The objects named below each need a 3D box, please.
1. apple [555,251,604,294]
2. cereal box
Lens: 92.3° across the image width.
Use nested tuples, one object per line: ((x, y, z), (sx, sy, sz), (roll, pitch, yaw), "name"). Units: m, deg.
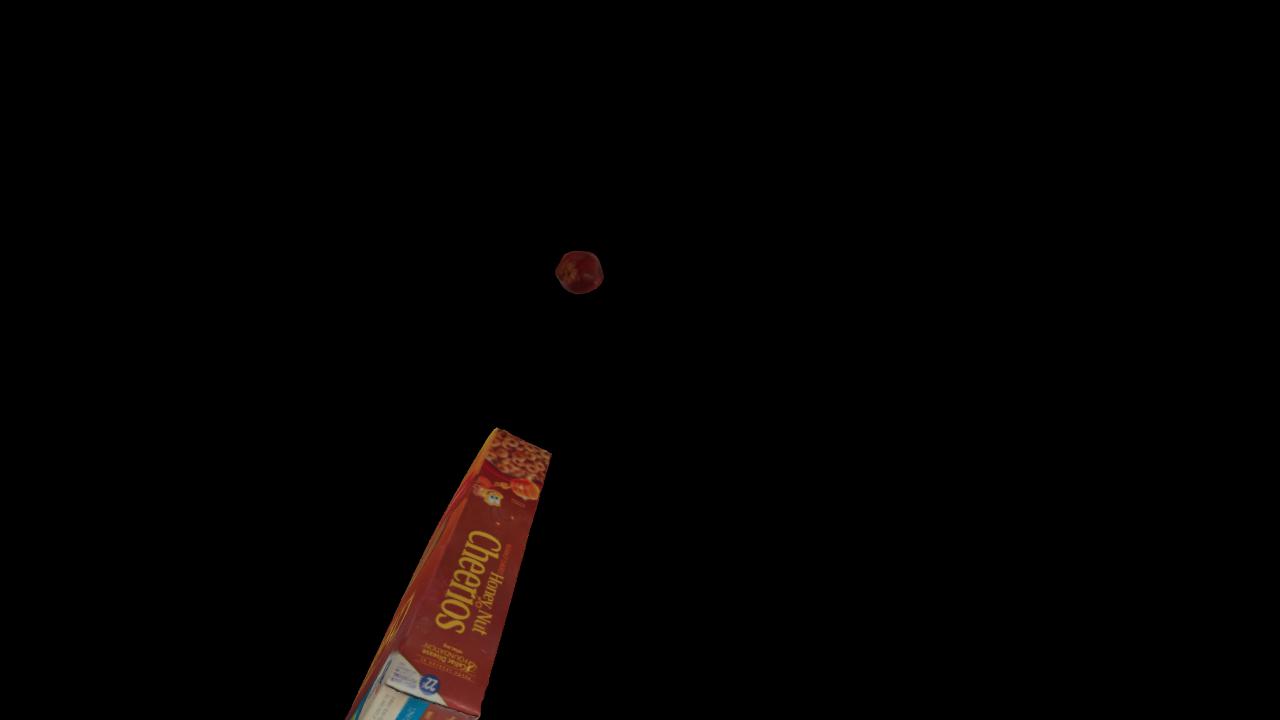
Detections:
((-0.103, -0.149, 1.048), (0.079, 0.079, 0.093), (0, 5, 16), "apple")
((-0.180, 0.230, 0.572), (0.081, 0.203, 0.306), (28, 26, -11), "cereal box")
